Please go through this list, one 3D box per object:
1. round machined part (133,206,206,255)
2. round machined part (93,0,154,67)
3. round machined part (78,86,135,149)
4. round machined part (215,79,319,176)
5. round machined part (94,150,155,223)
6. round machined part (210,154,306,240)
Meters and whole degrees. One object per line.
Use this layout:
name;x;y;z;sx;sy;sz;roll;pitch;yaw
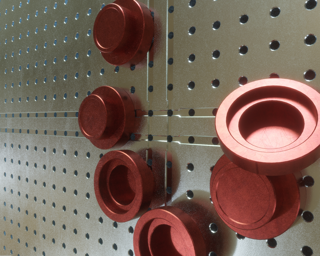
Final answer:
round machined part;0.016;0.146;0.386;0.098;0.042;0.097;0;90;40
round machined part;-0.059;-0.139;0.449;0.098;0.042;0.097;0;90;40
round machined part;-0.088;-0.016;0.472;0.098;0.042;0.097;0;90;40
round machined part;0.104;0.003;0.291;0.098;0.042;0.098;-11;49;13
round machined part;-0.046;0.079;0.438;0.098;0.042;0.097;0;90;40
round machined part;0.094;0.067;0.322;0.098;0.042;0.097;0;90;40
